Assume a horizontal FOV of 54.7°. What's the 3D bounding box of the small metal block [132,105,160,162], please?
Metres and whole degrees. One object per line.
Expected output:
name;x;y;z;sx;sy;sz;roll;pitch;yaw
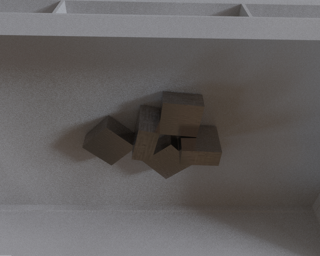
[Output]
small metal block;-0.018;0.007;0.395;0.025;0.050;0.050;10;129;-9

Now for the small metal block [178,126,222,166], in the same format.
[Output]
small metal block;0.051;0.022;0.410;0.050;0.050;0.025;2;130;-3

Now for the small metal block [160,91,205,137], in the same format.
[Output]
small metal block;0.025;-0.017;0.393;0.050;0.025;0.050;5;130;-5

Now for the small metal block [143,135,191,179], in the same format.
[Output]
small metal block;0.012;0.040;0.441;0.050;0.025;0.050;-33;123;24

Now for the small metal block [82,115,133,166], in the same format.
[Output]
small metal block;-0.068;0.018;0.421;0.050;0.025;0.050;-37;122;27
